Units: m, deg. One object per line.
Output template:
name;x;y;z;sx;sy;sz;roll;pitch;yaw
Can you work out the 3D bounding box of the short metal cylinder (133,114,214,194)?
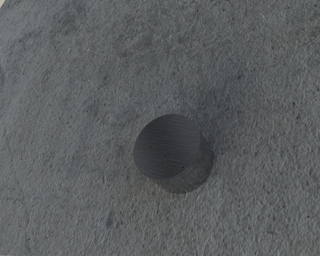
short metal cylinder;0.016;0.031;0.361;0.080;0.050;0.080;-13;56;21
